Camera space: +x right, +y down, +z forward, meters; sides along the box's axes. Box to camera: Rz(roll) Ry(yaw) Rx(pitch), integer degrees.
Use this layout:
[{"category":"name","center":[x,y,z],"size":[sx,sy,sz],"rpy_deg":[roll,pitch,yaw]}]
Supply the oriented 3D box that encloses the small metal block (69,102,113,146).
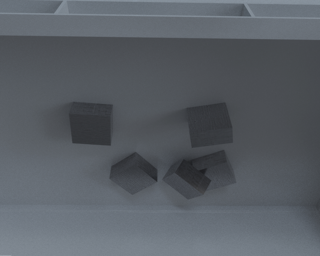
[{"category":"small metal block","center":[-0.088,-0.005,0.404],"size":[0.050,0.025,0.050],"rpy_deg":[4,130,-4]}]

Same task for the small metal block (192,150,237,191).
[{"category":"small metal block","center":[0.082,0.065,0.465],"size":[0.050,0.025,0.050],"rpy_deg":[-19,128,15]}]

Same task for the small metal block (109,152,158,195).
[{"category":"small metal block","center":[-0.039,0.070,0.468],"size":[0.050,0.025,0.050],"rpy_deg":[-31,124,24]}]

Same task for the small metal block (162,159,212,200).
[{"category":"small metal block","center":[0.038,0.076,0.450],"size":[0.050,0.025,0.050],"rpy_deg":[38,152,-4]}]

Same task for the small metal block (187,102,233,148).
[{"category":"small metal block","center":[0.062,-0.004,0.390],"size":[0.050,0.050,0.025],"rpy_deg":[-8,130,6]}]
